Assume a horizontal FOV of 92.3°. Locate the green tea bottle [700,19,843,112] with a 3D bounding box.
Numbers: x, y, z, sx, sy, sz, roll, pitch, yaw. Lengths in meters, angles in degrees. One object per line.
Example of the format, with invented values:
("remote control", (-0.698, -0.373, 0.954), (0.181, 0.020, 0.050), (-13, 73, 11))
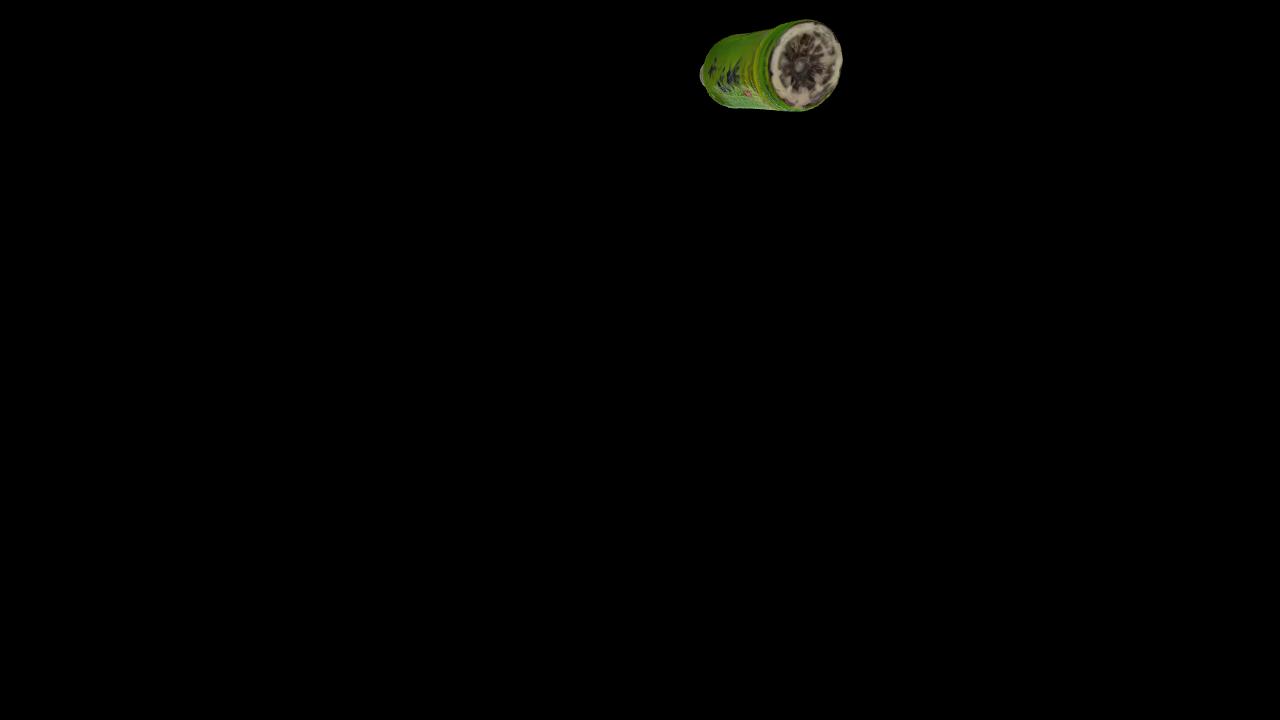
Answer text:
("green tea bottle", (0.108, -0.275, 0.588), (0.073, 0.073, 0.212), (0, 20, -16))
